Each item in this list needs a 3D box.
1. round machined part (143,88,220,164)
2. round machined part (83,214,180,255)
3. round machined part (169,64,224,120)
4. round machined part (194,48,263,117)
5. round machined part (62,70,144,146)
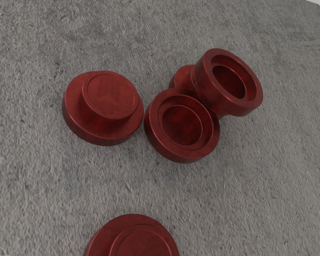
[{"bbox_3d":[0.025,0.000,0.402,0.099,0.042,0.098,11,62,-20],"label":"round machined part"},{"bbox_3d":[-0.022,0.132,0.300,0.099,0.042,0.098,14,56,-21],"label":"round machined part"},{"bbox_3d":[0.066,-0.057,0.463,0.099,0.042,0.098,14,56,-21],"label":"round machined part"},{"bbox_3d":[0.086,-0.056,0.415,0.099,0.042,0.098,19,50,-24],"label":"round machined part"},{"bbox_3d":[-0.065,-0.031,0.376,0.099,0.042,0.098,14,56,-21],"label":"round machined part"}]
